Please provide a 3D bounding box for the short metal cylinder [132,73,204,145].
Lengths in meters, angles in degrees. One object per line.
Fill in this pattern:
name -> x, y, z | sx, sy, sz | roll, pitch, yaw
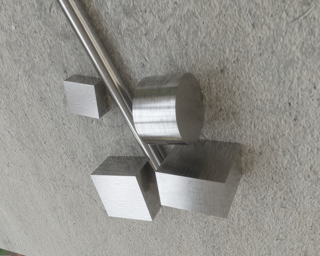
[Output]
short metal cylinder -> 0.012, -0.021, 0.352 | 0.050, 0.080, 0.080 | 0, 118, 28

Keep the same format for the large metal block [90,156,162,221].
large metal block -> -0.046, 0.090, 0.471 | 0.080, 0.050, 0.080 | -3, 117, 30

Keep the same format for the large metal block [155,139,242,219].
large metal block -> 0.051, 0.056, 0.379 | 0.080, 0.080, 0.050 | 6, 121, 25

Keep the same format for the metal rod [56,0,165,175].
metal rod -> -0.048, -0.037, 0.409 | 0.025, 0.025, 0.299 | -17, 110, 34

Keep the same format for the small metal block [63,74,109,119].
small metal block -> -0.102, -0.044, 0.433 | 0.050, 0.025, 0.050 | 11, 123, 22
